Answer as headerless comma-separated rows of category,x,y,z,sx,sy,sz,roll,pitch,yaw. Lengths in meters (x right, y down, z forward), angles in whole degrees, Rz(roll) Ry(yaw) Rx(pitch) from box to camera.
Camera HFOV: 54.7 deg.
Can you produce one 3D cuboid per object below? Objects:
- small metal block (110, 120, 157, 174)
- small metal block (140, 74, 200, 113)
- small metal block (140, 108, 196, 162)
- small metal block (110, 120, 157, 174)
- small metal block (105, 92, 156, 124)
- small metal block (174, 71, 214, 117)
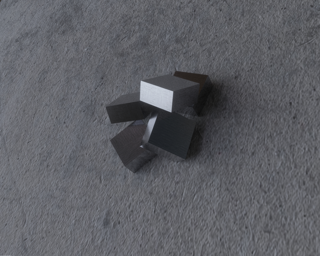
small metal block,-0.030,0.022,0.406,0.050,0.025,0.050,-38,51,2
small metal block,0.012,-0.044,0.375,0.050,0.025,0.050,24,31,36
small metal block,0.010,0.008,0.375,0.025,0.050,0.050,-30,38,61
small metal block,-0.030,0.022,0.406,0.050,0.025,0.050,-38,51,2
small metal block,-0.038,-0.030,0.426,0.050,0.025,0.050,-7,21,24
small metal block,0.036,-0.046,0.414,0.050,0.025,0.050,15,69,33
